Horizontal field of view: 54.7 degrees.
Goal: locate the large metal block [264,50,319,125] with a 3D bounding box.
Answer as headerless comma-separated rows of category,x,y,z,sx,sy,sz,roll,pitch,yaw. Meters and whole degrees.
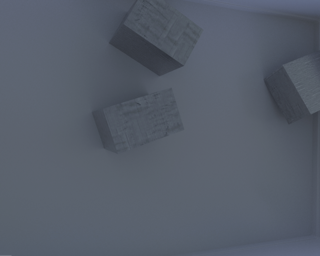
large metal block,0.221,-0.062,0.469,0.081,0.050,0.080,-22,80,-19

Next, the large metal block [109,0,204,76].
large metal block,-0.008,-0.112,0.379,0.080,0.080,0.050,31,80,-18

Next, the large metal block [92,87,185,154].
large metal block,-0.029,-0.009,0.371,0.081,0.080,0.050,-20,97,-19
